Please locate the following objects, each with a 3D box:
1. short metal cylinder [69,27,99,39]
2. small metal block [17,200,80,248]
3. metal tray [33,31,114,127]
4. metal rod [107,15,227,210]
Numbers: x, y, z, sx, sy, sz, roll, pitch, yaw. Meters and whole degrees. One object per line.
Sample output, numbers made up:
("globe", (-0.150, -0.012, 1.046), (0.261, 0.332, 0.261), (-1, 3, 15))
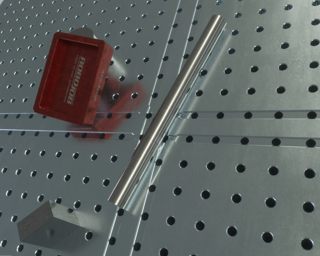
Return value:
("short metal cylinder", (-0.135, -0.127, 0.539), (0.080, 0.050, 0.080), (-13, 56, 20))
("small metal block", (-0.139, 0.122, 0.388), (0.050, 0.050, 0.025), (-37, 51, 3))
("metal tray", (-0.133, -0.075, 0.475), (0.090, 0.030, 0.129), (15, 89, 16))
("metal rod", (0.017, -0.032, 0.418), (0.025, 0.025, 0.300), (18, 71, 34))
